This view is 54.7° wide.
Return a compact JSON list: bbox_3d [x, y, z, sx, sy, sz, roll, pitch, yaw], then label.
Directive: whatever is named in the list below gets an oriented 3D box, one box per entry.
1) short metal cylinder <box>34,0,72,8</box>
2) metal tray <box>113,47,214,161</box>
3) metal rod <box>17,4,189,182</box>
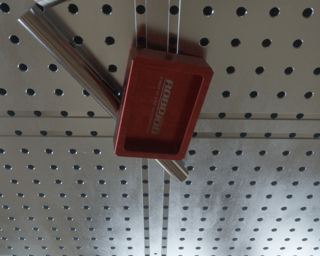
[{"bbox_3d":[-0.084,-0.146,0.250,0.050,0.080,0.080,-14,129,12],"label":"short metal cylinder"},{"bbox_3d":[-0.001,-0.023,0.367,0.091,0.030,0.129,6,122,-16],"label":"metal tray"},{"bbox_3d":[-0.051,-0.022,0.392,0.025,0.025,0.300,-27,125,21],"label":"metal rod"}]
